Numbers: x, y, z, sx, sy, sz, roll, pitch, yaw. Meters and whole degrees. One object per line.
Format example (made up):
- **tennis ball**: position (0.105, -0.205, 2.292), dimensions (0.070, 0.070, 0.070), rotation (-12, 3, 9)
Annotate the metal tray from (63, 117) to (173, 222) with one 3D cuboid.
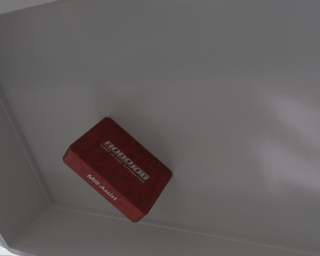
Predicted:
- **metal tray**: position (-0.055, 0.054, 0.429), dimensions (0.130, 0.090, 0.030), rotation (41, 129, 0)
